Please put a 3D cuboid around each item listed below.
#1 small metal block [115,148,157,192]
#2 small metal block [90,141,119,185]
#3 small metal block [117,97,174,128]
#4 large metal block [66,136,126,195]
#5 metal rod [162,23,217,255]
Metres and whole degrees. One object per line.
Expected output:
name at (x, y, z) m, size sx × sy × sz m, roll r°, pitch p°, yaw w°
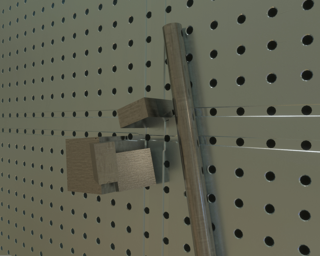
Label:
small metal block at (-0.036, 0.057, 0.417) m, size 0.025 × 0.050 × 0.050 m, roll 147°, pitch 114°, yaw -69°
small metal block at (-0.073, 0.043, 0.402) m, size 0.050 × 0.025 × 0.050 m, roll 176°, pitch 87°, yaw -71°
small metal block at (-0.019, -0.019, 0.407) m, size 0.050 × 0.050 × 0.025 m, roll -20°, pitch 77°, yaw 38°
large metal block at (-0.097, 0.054, 0.470) m, size 0.080 × 0.050 × 0.080 m, roll -5°, pitch 87°, yaw 39°
metal rod at (0.036, 0.018, 0.378) m, size 0.025 × 0.025 × 0.298 m, roll -13°, pitch 82°, yaw 39°
